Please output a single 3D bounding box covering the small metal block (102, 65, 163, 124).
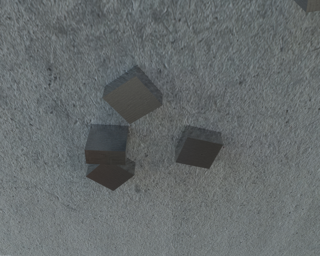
[{"bbox_3d":[-0.032,-0.039,0.373,0.050,0.025,0.050,-29,125,22],"label":"small metal block"}]

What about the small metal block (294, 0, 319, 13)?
[{"bbox_3d":[0.137,-0.138,0.275,0.025,0.050,0.050,-7,130,6],"label":"small metal block"}]

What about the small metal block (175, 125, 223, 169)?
[{"bbox_3d":[0.053,0.027,0.431,0.050,0.025,0.050,12,129,-11],"label":"small metal block"}]

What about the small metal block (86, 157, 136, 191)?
[{"bbox_3d":[-0.072,0.061,0.459,0.050,0.025,0.050,35,122,-26],"label":"small metal block"}]

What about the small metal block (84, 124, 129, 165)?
[{"bbox_3d":[-0.068,0.021,0.408,0.050,0.050,0.025,3,130,-3],"label":"small metal block"}]
